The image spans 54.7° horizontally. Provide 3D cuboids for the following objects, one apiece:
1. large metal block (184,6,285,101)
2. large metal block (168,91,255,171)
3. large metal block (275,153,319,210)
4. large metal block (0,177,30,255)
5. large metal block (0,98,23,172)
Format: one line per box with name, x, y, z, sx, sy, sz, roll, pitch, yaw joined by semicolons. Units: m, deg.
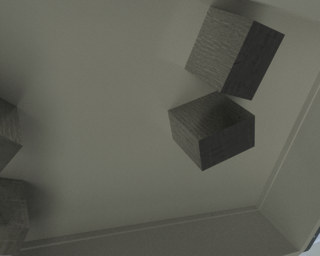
large metal block;0.083;-0.089;0.366;0.050;0.080;0.079;9;114;-33
large metal block;0.067;0.000;0.412;0.081;0.080;0.050;-23;127;-15
large metal block;0.296;0.110;0.629;0.080;0.050;0.080;33;100;-39
large metal block;-0.186;0.110;0.340;0.050;0.080;0.080;16;110;-35
large metal block;-0.177;-0.004;0.275;0.050;0.080;0.080;-49;129;6
